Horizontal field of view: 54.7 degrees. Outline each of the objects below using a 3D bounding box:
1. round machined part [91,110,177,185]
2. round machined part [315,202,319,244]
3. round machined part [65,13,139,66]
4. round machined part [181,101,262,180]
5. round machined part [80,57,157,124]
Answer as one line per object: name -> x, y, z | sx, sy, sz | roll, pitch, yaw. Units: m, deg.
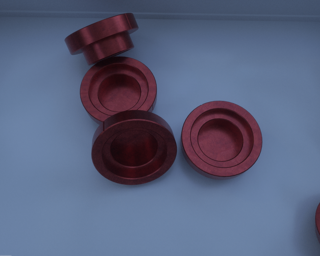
round machined part -> -0.032, 0.019, 0.374 | 0.099, 0.097, 0.042 | -9, 35, -4
round machined part -> 0.228, 0.117, 0.345 | 0.098, 0.042, 0.098 | -13, 42, 12
round machined part -> -0.074, -0.117, 0.421 | 0.099, 0.098, 0.042 | -24, 103, -9
round machined part -> 0.075, 0.018, 0.395 | 0.099, 0.042, 0.098 | 0, 70, -1
round machined part -> -0.053, -0.043, 0.416 | 0.099, 0.042, 0.098 | 0, 70, -1
